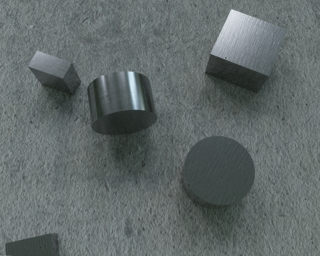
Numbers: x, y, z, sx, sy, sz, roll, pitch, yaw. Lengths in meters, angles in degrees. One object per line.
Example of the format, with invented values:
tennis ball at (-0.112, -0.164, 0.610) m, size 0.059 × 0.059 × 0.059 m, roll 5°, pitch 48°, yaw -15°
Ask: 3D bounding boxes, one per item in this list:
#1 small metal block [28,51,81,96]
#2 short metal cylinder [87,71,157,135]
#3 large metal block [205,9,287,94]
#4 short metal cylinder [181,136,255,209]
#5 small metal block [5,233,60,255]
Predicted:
small metal block at (-0.141, -0.073, 0.420) m, size 0.050 × 0.050 × 0.025 m, roll 20°, pitch 71°, yaw 6°
short metal cylinder at (-0.047, -0.028, 0.389) m, size 0.081 × 0.080 × 0.050 m, roll -10°, pitch 71°, yaw -4°
large metal block at (0.119, -0.107, 0.435) m, size 0.080 × 0.050 × 0.080 m, roll 23°, pitch 72°, yaw 8°
short metal cylinder at (0.068, 0.055, 0.376) m, size 0.081 × 0.050 × 0.080 m, roll 0°, pitch 70°, yaw 0°
small metal block at (-0.143, 0.151, 0.351) m, size 0.050 × 0.025 × 0.050 m, roll -11°, pitch 71°, yaw -5°
